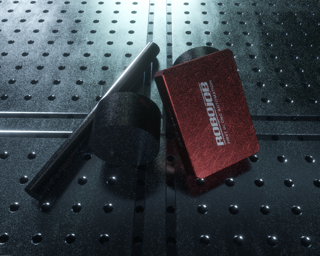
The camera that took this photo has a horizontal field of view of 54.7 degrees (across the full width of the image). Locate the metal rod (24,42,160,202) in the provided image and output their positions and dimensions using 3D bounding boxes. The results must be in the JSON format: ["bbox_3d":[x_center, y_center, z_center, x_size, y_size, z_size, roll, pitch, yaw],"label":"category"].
[{"bbox_3d":[-0.075,-0.029,0.431,0.025,0.025,0.301,20,53,16],"label":"metal rod"}]

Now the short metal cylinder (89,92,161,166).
[{"bbox_3d":[-0.040,0.003,0.369,0.080,0.080,0.050,2,50,1],"label":"short metal cylinder"}]

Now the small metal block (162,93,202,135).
[{"bbox_3d":[0.030,-0.019,0.407,0.050,0.050,0.025,-7,51,-6],"label":"small metal block"}]

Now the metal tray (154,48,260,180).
[{"bbox_3d":[0.057,-0.017,0.363,0.091,0.129,0.030,-22,11,-18],"label":"metal tray"}]

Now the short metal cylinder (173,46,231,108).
[{"bbox_3d":[0.059,-0.064,0.426,0.081,0.080,0.050,-6,50,-5],"label":"short metal cylinder"}]
